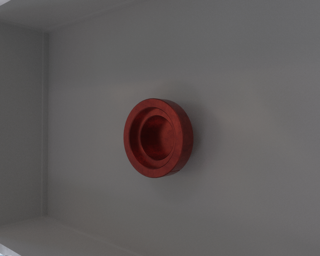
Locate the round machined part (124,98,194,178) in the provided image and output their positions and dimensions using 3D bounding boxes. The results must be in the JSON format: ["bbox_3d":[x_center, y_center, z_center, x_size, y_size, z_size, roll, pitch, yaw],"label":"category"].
[{"bbox_3d":[0.003,0.012,0.395,0.098,0.042,0.097,0,90,40],"label":"round machined part"}]
